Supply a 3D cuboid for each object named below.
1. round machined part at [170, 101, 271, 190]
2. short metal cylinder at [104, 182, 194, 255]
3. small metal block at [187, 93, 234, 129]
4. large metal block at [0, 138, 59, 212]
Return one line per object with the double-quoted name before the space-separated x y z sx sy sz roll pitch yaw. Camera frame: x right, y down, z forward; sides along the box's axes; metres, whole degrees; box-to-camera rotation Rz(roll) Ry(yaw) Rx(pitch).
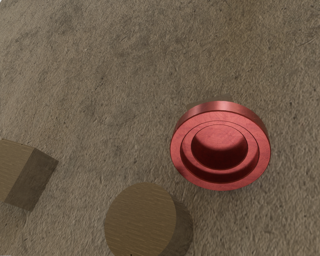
"round machined part" 0.062 0.015 0.323 0.098 0.098 0.042 -15 27 20
"short metal cylinder" -0.011 0.104 0.329 0.080 0.050 0.080 -13 56 20
"small metal block" 0.064 -0.010 0.360 0.050 0.050 0.025 -14 56 20
"large metal block" -0.211 0.067 0.455 0.080 0.050 0.080 10 67 32
